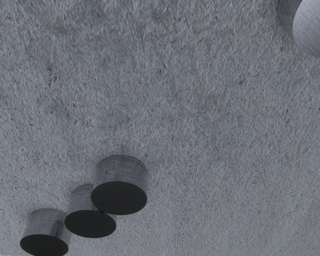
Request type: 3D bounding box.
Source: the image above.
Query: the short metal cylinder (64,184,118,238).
[{"bbox_3d":[-0.109,0.136,0.505,0.081,0.050,0.079,0,130,0],"label":"short metal cylinder"}]

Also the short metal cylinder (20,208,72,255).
[{"bbox_3d":[-0.197,0.187,0.548,0.081,0.050,0.079,0,130,0],"label":"short metal cylinder"}]

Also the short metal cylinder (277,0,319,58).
[{"bbox_3d":[0.160,-0.114,0.295,0.081,0.050,0.079,0,130,0],"label":"short metal cylinder"}]

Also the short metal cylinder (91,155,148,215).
[{"bbox_3d":[-0.059,0.086,0.463,0.081,0.050,0.079,0,130,0],"label":"short metal cylinder"}]
